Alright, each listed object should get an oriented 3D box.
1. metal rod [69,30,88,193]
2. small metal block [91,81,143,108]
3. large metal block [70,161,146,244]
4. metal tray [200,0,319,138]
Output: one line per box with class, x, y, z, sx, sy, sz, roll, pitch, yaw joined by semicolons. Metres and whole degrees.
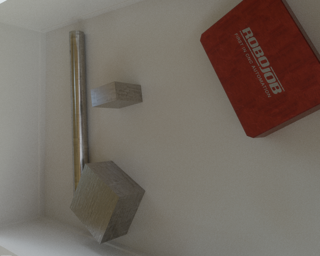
metal rod;-0.134;-0.010;0.514;0.025;0.025;0.298;-4;88;39
small metal block;-0.061;-0.045;0.439;0.050;0.050;0.025;-11;83;39
large metal block;-0.079;0.105;0.453;0.080;0.050;0.079;35;111;34
metal tray;0.106;-0.066;0.315;0.090;0.030;0.130;-34;69;34
